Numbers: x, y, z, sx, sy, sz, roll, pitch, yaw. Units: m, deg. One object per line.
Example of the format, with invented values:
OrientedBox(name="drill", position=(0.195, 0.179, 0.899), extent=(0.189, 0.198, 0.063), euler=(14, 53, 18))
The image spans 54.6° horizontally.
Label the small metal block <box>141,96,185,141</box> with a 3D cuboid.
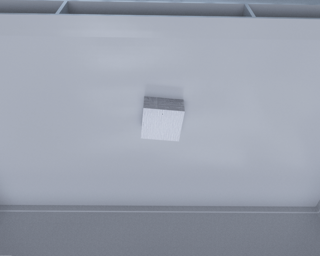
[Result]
OrientedBox(name="small metal block", position=(0.002, -0.011, 0.399), extent=(0.050, 0.025, 0.050), euler=(5, 130, -4))
